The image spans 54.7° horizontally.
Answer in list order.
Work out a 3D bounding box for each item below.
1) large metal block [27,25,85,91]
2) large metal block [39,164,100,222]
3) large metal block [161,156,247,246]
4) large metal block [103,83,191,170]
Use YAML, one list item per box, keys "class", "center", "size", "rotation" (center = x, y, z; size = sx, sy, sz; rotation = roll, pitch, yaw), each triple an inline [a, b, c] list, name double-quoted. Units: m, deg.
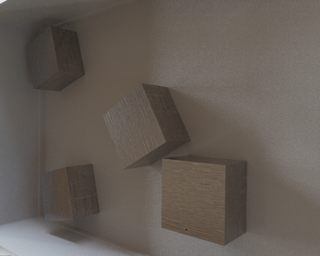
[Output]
- class: "large metal block"
  center: [-0.182, -0.117, 0.537]
  size: [0.080, 0.050, 0.080]
  rotation: [-21, 77, 37]
- class: "large metal block"
  center: [-0.151, 0.107, 0.512]
  size: [0.080, 0.050, 0.080]
  rotation: [-17, 79, 38]
- class: "large metal block"
  center: [0.049, 0.075, 0.349]
  size: [0.080, 0.050, 0.079]
  rotation: [1, 91, 39]
- class: "large metal block"
  center: [-0.019, -0.001, 0.404]
  size: [0.080, 0.050, 0.080]
  rotation: [-35, 69, 34]
